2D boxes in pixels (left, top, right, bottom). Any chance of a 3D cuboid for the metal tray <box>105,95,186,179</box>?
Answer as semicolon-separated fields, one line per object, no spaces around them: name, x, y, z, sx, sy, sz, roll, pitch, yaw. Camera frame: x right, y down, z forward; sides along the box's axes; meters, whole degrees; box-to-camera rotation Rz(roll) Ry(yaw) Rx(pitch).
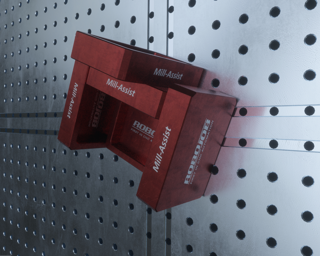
metal tray;-0.013;0.010;0.417;0.130;0.030;0.089;28;107;36

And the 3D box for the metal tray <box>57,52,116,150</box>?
metal tray;-0.085;-0.036;0.438;0.030;0.091;0.129;27;107;36

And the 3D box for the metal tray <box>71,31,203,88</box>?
metal tray;-0.022;-0.075;0.360;0.090;0.131;0.030;28;108;36

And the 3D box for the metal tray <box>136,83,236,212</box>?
metal tray;0.031;0.021;0.342;0.030;0.091;0.129;27;107;37

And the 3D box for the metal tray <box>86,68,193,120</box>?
metal tray;-0.015;-0.046;0.380;0.130;0.091;0.030;28;108;36
